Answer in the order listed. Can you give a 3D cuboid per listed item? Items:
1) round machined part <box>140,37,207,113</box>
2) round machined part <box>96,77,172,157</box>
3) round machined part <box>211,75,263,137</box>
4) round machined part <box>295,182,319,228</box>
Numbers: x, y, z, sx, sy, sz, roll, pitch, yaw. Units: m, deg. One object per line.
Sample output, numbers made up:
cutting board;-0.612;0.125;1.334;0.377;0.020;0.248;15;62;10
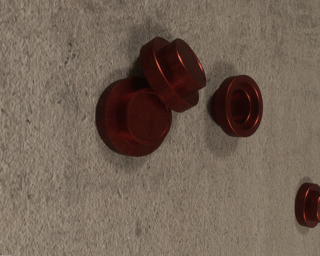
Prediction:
round machined part;0.023;-0.071;0.386;0.098;0.042;0.098;41;34;-35
round machined part;-0.024;-0.013;0.375;0.099;0.042;0.097;0;90;-40
round machined part;0.120;-0.034;0.497;0.099;0.042;0.097;0;90;-40
round machined part;0.343;0.173;0.686;0.099;0.042;0.097;0;90;-40
